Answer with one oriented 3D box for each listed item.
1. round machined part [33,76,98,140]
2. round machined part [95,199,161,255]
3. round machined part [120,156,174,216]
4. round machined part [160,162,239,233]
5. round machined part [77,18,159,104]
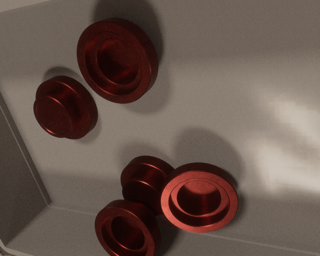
[{"bbox_3d":[-0.145,-0.024,0.457,0.098,0.042,0.097,13,124,20],"label":"round machined part"},{"bbox_3d":[-0.042,0.146,0.447,0.098,0.042,0.097,10,113,24],"label":"round machined part"},{"bbox_3d":[-0.017,0.093,0.463,0.098,0.042,0.097,13,124,20],"label":"round machined part"},{"bbox_3d":[0.052,0.087,0.411,0.099,0.042,0.097,2,114,5],"label":"round machined part"},{"bbox_3d":[-0.046,-0.082,0.370,0.098,0.042,0.097,13,124,20],"label":"round machined part"}]
